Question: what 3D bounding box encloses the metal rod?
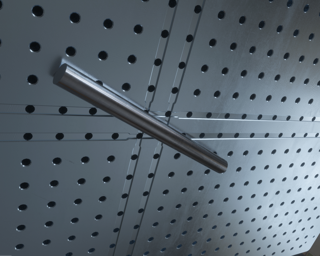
[{"bbox_3d":[-0.002,0.003,0.414,0.301,0.025,0.025,30,101,-38],"label":"metal rod"}]
